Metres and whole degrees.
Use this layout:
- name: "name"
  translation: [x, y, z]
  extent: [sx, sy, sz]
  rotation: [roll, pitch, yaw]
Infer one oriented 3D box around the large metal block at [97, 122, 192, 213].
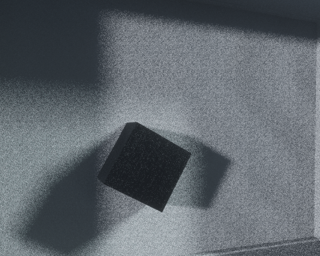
- name: "large metal block"
  translation: [-0.020, 0.047, 0.390]
  extent: [0.080, 0.050, 0.080]
  rotation: [31, 80, -18]
